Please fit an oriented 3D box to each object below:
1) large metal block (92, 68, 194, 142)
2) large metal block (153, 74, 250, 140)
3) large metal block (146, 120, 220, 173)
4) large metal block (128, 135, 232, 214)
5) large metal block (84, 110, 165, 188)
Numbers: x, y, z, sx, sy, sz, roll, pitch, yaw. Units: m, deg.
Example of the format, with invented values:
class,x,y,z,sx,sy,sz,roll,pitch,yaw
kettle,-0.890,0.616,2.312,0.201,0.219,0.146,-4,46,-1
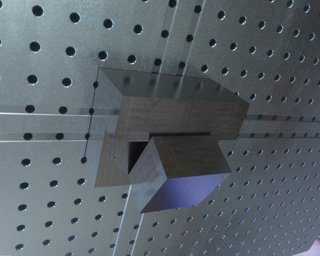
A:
class,x,y,z,sx,sy,sz,roll,pitch,yaw
large metal block,-0.022,-0.027,0.347,0.081,0.080,0.050,1,118,-29
large metal block,0.048,-0.026,0.386,0.081,0.080,0.050,1,118,-29
large metal block,0.028,0.025,0.425,0.081,0.050,0.079,1,118,-29
large metal block,0.020,0.053,0.353,0.081,0.050,0.079,0,142,-29
large metal block,-0.043,0.024,0.385,0.081,0.050,0.079,1,118,-29
